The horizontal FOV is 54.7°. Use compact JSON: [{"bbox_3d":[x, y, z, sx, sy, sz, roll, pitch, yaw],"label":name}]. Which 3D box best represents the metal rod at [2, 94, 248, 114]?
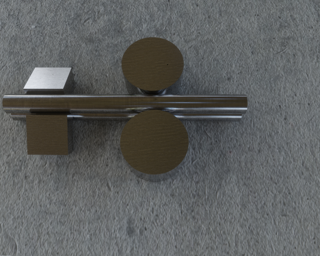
[{"bbox_3d":[-0.043,-0.031,0.394,0.302,0.025,0.025,0,70,0],"label":"metal rod"}]

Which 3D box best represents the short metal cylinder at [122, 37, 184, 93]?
[{"bbox_3d":[-0.009,-0.076,0.423,0.081,0.050,0.080,0,70,0],"label":"short metal cylinder"}]

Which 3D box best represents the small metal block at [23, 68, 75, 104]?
[{"bbox_3d":[-0.148,-0.058,0.419,0.050,0.025,0.050,0,43,0],"label":"small metal block"}]

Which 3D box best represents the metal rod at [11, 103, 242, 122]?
[{"bbox_3d":[-0.044,-0.022,0.417,0.302,0.025,0.025,0,70,0],"label":"metal rod"}]

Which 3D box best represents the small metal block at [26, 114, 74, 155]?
[{"bbox_3d":[-0.139,0.007,0.395,0.050,0.025,0.050,1,97,-1],"label":"small metal block"}]

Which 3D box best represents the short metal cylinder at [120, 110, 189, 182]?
[{"bbox_3d":[-0.006,0.024,0.387,0.081,0.050,0.080,0,70,0],"label":"short metal cylinder"}]
